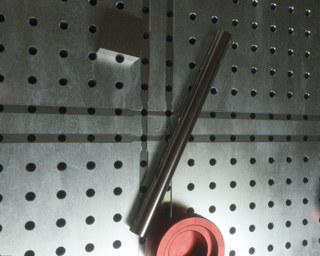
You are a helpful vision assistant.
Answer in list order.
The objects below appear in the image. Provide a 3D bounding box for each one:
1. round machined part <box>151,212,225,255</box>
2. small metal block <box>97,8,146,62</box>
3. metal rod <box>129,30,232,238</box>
[{"bbox_3d":[0.034,0.162,0.416,0.099,0.042,0.097,0,90,-20],"label":"round machined part"},{"bbox_3d":[-0.049,-0.117,0.394,0.050,0.025,0.050,10,87,-20],"label":"small metal block"},{"bbox_3d":[0.032,0.001,0.424,0.025,0.025,0.299,27,81,-18],"label":"metal rod"}]
